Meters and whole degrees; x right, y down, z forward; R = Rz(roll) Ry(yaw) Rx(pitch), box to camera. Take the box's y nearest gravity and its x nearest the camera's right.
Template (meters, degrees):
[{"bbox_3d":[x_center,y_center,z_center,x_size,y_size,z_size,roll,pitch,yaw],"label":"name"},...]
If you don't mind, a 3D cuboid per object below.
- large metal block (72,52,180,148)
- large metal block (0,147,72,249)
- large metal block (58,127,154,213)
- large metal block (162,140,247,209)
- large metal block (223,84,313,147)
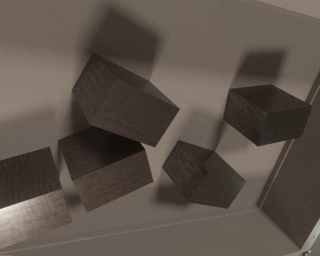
[{"bbox_3d":[-0.039,-0.031,0.334,0.080,0.080,0.050,23,106,-37],"label":"large metal block"},{"bbox_3d":[-0.149,0.073,0.337,0.081,0.080,0.050,-17,125,-19],"label":"large metal block"},{"bbox_3d":[-0.064,0.038,0.363,0.081,0.080,0.050,-23,127,-15],"label":"large metal block"},{"bbox_3d":[0.063,0.067,0.451,0.080,0.080,0.050,19,108,-36],"label":"large metal block"},{"bbox_3d":[0.151,-0.022,0.445,0.081,0.080,0.050,-9,123,-24],"label":"large metal block"}]
